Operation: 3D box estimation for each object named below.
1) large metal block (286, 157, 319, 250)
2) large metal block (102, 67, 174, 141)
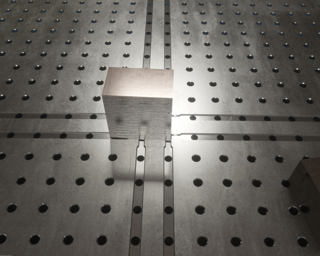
[{"bbox_3d":[0.198,0.075,0.331,0.081,0.050,0.080,-8,51,-7],"label":"large metal block"},{"bbox_3d":[-0.025,-0.029,0.396,0.080,0.080,0.050,3,50,2],"label":"large metal block"}]
